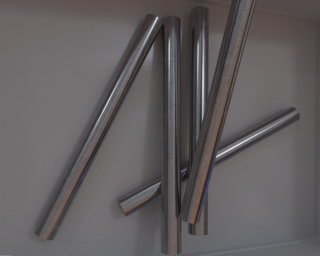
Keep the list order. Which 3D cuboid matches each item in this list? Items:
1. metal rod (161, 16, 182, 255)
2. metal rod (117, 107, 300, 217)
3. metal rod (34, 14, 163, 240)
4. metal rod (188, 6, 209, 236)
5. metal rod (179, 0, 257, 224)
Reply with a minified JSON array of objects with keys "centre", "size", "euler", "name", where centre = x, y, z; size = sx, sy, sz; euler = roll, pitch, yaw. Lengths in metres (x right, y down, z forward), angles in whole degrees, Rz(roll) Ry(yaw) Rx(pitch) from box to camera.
[{"centre":[0.014,0.003,0.397],"size":[0.025,0.025,0.298],"euler":[3,82,-20],"name":"metal rod"},{"centre":[0.080,0.040,0.439],"size":[0.302,0.025,0.025],"euler":[-26,99,-18],"name":"metal rod"},{"centre":[-0.071,-0.009,0.384],"size":[0.025,0.025,0.299],"euler":[29,81,-18],"name":"metal rod"},{"centre":[0.052,-0.015,0.410],"size":[0.025,0.025,0.298],"euler":[4,82,-20],"name":"metal rod"},{"centre":[0.067,-0.035,0.347],"size":[0.025,0.025,0.298],"euler":[9,100,-20],"name":"metal rod"}]
